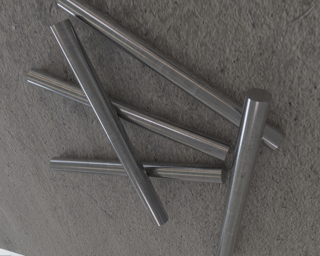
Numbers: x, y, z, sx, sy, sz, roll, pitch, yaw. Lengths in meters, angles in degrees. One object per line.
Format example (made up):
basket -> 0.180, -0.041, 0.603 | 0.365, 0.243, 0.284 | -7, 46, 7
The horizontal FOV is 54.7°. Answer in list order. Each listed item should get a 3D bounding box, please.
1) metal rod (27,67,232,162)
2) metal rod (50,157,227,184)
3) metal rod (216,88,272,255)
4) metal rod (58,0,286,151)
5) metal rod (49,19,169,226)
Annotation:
metal rod -> -0.052, -0.024, 0.419 | 0.301, 0.025, 0.025 | 22, 127, 15
metal rod -> -0.050, 0.061, 0.470 | 0.300, 0.025, 0.025 | -1, 118, 28
metal rod -> 0.096, 0.085, 0.388 | 0.025, 0.025, 0.298 | 15, 131, 19
metal rod -> 0.009, -0.070, 0.358 | 0.301, 0.025, 0.025 | 35, 129, 5
metal rod -> -0.058, 0.007, 0.407 | 0.025, 0.025, 0.299 | -12, 113, 33
